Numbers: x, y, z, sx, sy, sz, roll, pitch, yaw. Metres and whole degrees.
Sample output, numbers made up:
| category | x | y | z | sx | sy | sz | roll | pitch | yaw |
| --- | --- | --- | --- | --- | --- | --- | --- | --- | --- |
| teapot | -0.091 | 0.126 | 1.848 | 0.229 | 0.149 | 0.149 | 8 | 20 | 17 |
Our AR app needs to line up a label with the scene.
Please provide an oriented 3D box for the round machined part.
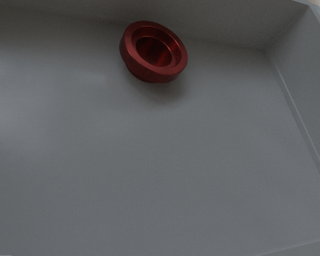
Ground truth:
| category | x | y | z | sx | sy | sz | roll | pitch | yaw |
| --- | --- | --- | --- | --- | --- | --- | --- | --- | --- |
| round machined part | -0.012 | -0.105 | 0.451 | 0.099 | 0.042 | 0.098 | 13 | 56 | -21 |
